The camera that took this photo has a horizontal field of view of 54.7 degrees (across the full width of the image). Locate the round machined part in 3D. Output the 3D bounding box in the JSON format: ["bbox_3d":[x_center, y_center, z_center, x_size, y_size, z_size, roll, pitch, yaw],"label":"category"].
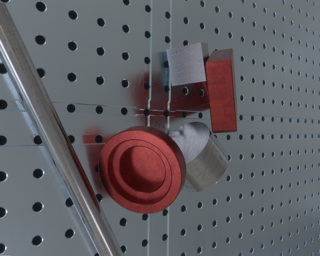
[{"bbox_3d":[-0.017,0.045,0.357,0.042,0.098,0.097,-36,116,-68],"label":"round machined part"}]

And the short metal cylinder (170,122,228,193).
[{"bbox_3d":[0.042,0.038,0.409,0.050,0.080,0.080,51,60,-29],"label":"short metal cylinder"}]

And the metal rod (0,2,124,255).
[{"bbox_3d":[-0.103,0.025,0.323,0.025,0.025,0.298,-33,110,-35],"label":"metal rod"}]

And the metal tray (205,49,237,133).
[{"bbox_3d":[0.088,-0.057,0.428,0.130,0.030,0.089,-56,140,-66],"label":"metal tray"}]

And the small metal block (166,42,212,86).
[{"bbox_3d":[0.040,-0.086,0.423,0.025,0.050,0.050,-23,106,-60],"label":"small metal block"}]
